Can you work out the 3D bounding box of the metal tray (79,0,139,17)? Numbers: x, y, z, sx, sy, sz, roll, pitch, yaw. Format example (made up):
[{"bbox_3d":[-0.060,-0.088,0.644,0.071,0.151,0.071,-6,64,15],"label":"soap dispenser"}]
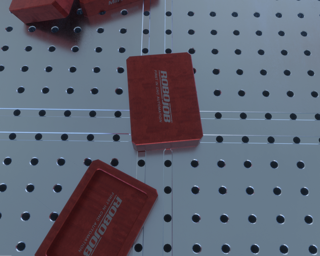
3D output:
[{"bbox_3d":[-0.075,-0.240,0.496,0.131,0.030,0.090,-21,72,-8],"label":"metal tray"}]

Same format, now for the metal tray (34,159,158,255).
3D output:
[{"bbox_3d":[-0.070,0.114,0.366,0.090,0.030,0.130,26,72,9],"label":"metal tray"}]

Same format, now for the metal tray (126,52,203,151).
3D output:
[{"bbox_3d":[0.004,-0.038,0.423,0.091,0.030,0.129,-5,70,-2],"label":"metal tray"}]

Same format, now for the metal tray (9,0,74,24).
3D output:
[{"bbox_3d":[-0.166,-0.225,0.470,0.090,0.030,0.130,2,70,25],"label":"metal tray"}]
